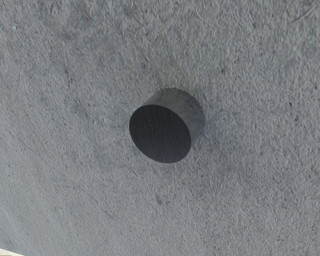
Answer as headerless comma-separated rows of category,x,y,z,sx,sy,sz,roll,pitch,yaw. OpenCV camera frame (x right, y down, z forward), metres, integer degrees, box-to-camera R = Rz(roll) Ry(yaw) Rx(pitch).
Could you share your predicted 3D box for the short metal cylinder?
short metal cylinder,0.009,-0.003,0.384,0.080,0.050,0.080,13,124,21
